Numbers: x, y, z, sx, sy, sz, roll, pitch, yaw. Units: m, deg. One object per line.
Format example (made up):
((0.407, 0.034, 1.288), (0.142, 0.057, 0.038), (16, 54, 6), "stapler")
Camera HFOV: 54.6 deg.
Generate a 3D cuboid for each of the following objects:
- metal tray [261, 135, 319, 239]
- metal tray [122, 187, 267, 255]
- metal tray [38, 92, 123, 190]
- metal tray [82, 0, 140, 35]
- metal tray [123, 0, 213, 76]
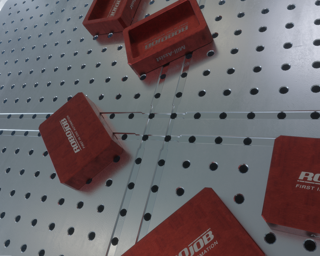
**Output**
((0.168, 0.058, 0.282), (0.130, 0.030, 0.090), (5, 64, 30), "metal tray")
((0.028, 0.134, 0.309), (0.130, 0.030, 0.090), (-39, 51, 1), "metal tray")
((-0.122, 0.015, 0.461), (0.090, 0.030, 0.130), (-40, 51, 1), "metal tray")
((-0.086, -0.242, 0.600), (0.090, 0.030, 0.130), (3, 63, 29), "metal tray")
((0.008, -0.147, 0.491), (0.130, 0.030, 0.090), (-23, 53, 14), "metal tray")
